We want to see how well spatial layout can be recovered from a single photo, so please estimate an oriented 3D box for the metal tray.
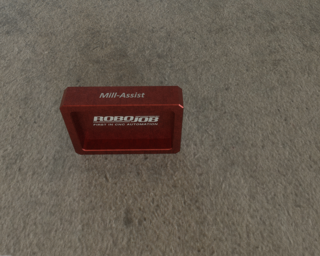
[{"bbox_3d":[-0.040,-0.006,0.366,0.131,0.090,0.030,-1,50,-1],"label":"metal tray"}]
